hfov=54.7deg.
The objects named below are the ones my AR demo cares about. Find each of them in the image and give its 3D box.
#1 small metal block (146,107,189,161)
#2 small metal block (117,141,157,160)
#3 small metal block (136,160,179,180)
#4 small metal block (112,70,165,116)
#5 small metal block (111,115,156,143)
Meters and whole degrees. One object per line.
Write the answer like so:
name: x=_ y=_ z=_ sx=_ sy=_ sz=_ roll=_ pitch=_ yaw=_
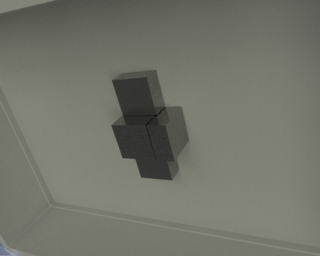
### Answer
small metal block: x=0.011 y=0.007 z=0.388 sx=0.025 sy=0.050 sz=0.050 roll=0 pitch=118 yaw=28
small metal block: x=-0.020 y=0.017 z=0.411 sx=0.050 sy=0.050 sz=0.025 roll=0 pitch=118 yaw=28
small metal block: x=-0.006 y=0.044 z=0.437 sx=0.050 sy=0.025 sz=0.050 roll=0 pitch=119 yaw=28
small metal block: x=-0.027 y=-0.044 z=0.394 sx=0.050 sy=0.025 sz=0.050 roll=0 pitch=119 yaw=28
small metal block: x=-0.026 y=-0.005 z=0.401 sx=0.050 sy=0.050 sz=0.025 roll=0 pitch=118 yaw=28
